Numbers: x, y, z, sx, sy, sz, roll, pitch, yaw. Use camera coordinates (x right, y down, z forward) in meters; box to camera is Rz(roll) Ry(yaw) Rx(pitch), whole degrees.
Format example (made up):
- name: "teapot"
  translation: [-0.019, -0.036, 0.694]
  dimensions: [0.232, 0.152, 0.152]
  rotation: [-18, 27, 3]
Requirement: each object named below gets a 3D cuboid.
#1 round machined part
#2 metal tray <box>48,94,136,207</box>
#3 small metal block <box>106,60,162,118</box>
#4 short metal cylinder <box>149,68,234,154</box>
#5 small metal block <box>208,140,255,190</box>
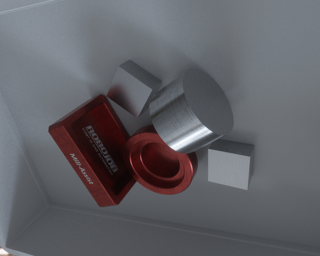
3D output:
- name: "round machined part"
  translation: [0.004, 0.038, 0.414]
  dimensions: [0.098, 0.042, 0.097]
  rotation: [13, 124, 20]
- name: "metal tray"
  translation: [-0.079, 0.030, 0.422]
  dimensions: [0.030, 0.090, 0.130]
  rotation: [-18, 109, 35]
- name: "small metal block"
  translation: [-0.034, -0.049, 0.392]
  dimensions: [0.050, 0.025, 0.050]
  rotation: [36, 129, 5]
- name: "short metal cylinder"
  translation: [0.035, -0.018, 0.340]
  dimensions: [0.050, 0.080, 0.080]
  rotation: [-33, 100, 38]
- name: "small metal block"
  translation: [0.088, 0.045, 0.387]
  dimensions: [0.050, 0.025, 0.050]
  rotation: [10, 122, 24]
